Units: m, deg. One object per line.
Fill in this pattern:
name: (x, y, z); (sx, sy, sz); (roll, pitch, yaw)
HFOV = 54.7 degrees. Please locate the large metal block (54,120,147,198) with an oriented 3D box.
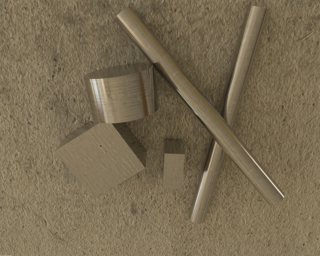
large metal block: (-0.074, 0.031, 0.407); (0.080, 0.050, 0.080); (-31, 108, 10)

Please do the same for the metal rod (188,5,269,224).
metal rod: (0.084, -0.003, 0.409); (0.025, 0.025, 0.298); (11, 110, -5)

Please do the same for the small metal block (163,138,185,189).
small metal block: (0.017, 0.046, 0.414); (0.025, 0.050, 0.050); (3, 110, -1)

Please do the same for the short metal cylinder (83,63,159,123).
short metal cylinder: (-0.044, -0.043, 0.364); (0.080, 0.080, 0.050); (-8, 110, 2)

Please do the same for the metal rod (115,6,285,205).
metal rod: (0.054, -0.021, 0.381); (0.025, 0.025, 0.300); (-39, 98, 13)
